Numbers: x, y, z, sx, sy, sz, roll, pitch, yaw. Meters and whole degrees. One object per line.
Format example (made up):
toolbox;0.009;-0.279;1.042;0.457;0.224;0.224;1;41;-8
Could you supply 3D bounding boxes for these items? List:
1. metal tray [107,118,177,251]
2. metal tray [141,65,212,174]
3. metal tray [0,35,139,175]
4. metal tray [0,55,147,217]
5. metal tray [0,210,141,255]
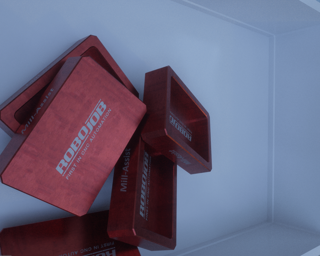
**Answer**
metal tray;-0.014;0.063;0.348;0.090;0.030;0.130;44;40;-49
metal tray;0.026;-0.005;0.386;0.130;0.030;0.090;40;44;-50
metal tray;-0.091;-0.024;0.327;0.130;0.030;0.090;-52;120;-28
metal tray;-0.079;0.008;0.297;0.090;0.030;0.130;40;72;-37
metal tray;-0.083;0.134;0.303;0.131;0.030;0.090;1;48;-40
